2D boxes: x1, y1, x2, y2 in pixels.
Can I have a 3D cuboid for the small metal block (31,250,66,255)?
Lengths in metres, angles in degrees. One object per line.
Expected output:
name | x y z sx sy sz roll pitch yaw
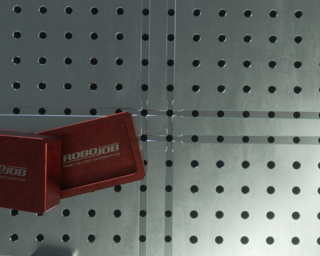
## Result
small metal block | -0.150 0.197 0.412 0.050 0.025 0.050 11 90 0

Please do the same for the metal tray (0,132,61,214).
metal tray | -0.190 0.051 0.388 0.130 0.030 0.089 4 95 16

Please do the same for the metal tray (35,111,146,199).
metal tray | -0.091 0.036 0.409 0.131 0.030 0.090 -14 90 0
